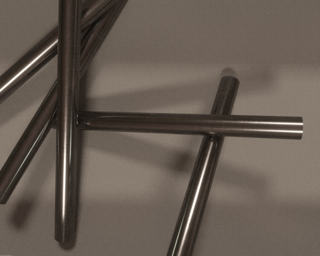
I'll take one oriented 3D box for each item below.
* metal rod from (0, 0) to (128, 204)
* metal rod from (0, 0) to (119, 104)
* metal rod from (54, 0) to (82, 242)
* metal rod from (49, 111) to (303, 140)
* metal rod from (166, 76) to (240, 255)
[{"bbox_3d":[-0.125,-0.045,0.390,0.025,0.025,0.299,29,82,-1],"label":"metal rod"},{"bbox_3d":[-0.166,-0.080,0.393,0.300,0.025,0.025,-39,91,6],"label":"metal rod"},{"bbox_3d":[-0.113,0.000,0.378,0.025,0.025,0.298,5,103,-1],"label":"metal rod"},{"bbox_3d":[0.006,-0.005,0.371,0.301,0.025,0.025,2,90,15],"label":"metal rod"},{"bbox_3d":[0.045,0.064,0.350,0.025,0.025,0.300,21,65,0],"label":"metal rod"}]
